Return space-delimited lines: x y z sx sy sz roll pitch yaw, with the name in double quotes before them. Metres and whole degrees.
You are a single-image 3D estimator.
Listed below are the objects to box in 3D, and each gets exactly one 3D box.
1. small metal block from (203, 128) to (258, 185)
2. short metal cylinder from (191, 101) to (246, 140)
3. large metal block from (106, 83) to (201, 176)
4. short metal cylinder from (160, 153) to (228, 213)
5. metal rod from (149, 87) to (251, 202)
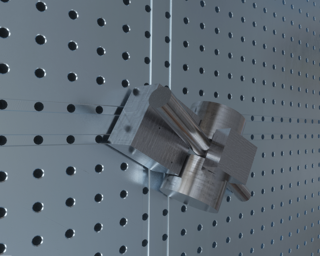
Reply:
"small metal block" 0.085 0.035 0.374 0.050 0.025 0.050 32 70 -26
"short metal cylinder" 0.073 0.004 0.431 0.080 0.080 0.050 34 69 -35
"large metal block" -0.005 0.003 0.381 0.080 0.050 0.080 36 68 -34
"short metal cylinder" 0.046 0.073 0.408 0.080 0.080 0.050 37 67 -34
"metal rod" 0.071 0.041 0.413 0.300 0.025 0.025 45 62 -48
